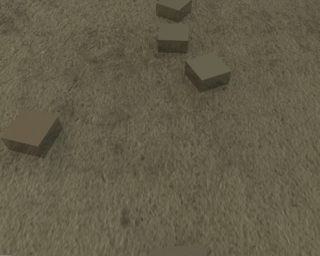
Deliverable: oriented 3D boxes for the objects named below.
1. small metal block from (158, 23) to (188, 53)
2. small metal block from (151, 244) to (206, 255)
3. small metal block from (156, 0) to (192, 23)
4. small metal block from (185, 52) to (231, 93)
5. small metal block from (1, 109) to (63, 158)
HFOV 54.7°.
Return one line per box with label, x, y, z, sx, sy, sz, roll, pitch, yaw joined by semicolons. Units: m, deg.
small metal block;0.023;-0.155;0.534;0.050;0.025;0.050;3;50;1
small metal block;0.019;0.139;0.287;0.050;0.025;0.050;-4;50;-4
small metal block;0.027;-0.234;0.601;0.050;0.025;0.050;27;55;20
small metal block;0.073;-0.086;0.476;0.050;0.025;0.050;-20;53;-16
small metal block;-0.162;0.006;0.396;0.050;0.025;0.050;12;51;9
